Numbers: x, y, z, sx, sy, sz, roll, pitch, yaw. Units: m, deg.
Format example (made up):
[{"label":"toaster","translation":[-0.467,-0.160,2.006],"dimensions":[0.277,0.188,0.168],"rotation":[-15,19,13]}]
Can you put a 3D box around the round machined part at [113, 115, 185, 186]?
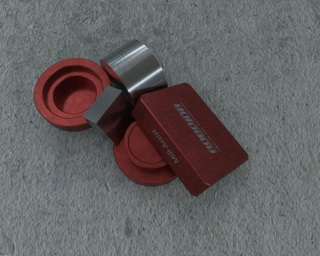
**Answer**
[{"label":"round machined part","translation":[-0.010,0.022,0.392],"dimensions":[0.099,0.042,0.098],"rotation":[0,70,-1]}]

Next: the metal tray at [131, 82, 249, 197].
[{"label":"metal tray","translation":[0.037,0.008,0.381],"dimensions":[0.091,0.030,0.130],"rotation":[-22,68,-42]}]

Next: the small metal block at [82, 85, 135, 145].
[{"label":"small metal block","translation":[-0.059,-0.015,0.382],"dimensions":[0.025,0.050,0.050],"rotation":[23,69,34]}]

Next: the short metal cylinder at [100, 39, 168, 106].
[{"label":"short metal cylinder","translation":[-0.034,-0.068,0.405],"dimensions":[0.050,0.080,0.080],"rotation":[-36,74,-12]}]

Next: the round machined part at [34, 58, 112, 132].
[{"label":"round machined part","translation":[-0.111,-0.040,0.414],"dimensions":[0.099,0.042,0.098],"rotation":[0,70,-1]}]
